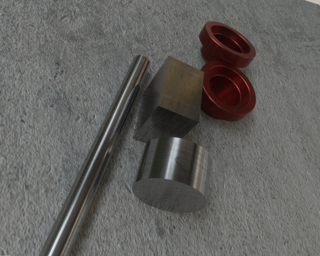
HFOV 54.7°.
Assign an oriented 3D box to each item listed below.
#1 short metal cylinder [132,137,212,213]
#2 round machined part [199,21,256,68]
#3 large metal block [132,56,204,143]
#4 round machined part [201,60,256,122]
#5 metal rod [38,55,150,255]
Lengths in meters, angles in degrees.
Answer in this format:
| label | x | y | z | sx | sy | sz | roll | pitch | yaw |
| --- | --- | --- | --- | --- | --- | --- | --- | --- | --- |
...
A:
| label | x | y | z | sx | sy | sz | roll | pitch | yaw |
| --- | --- | --- | --- | --- | --- | --- | --- | --- | --- |
| short metal cylinder | 0.015 | 0.054 | 0.344 | 0.080 | 0.080 | 0.050 | 24 | 53 | -14 |
| round machined part | 0.109 | -0.134 | 0.524 | 0.099 | 0.042 | 0.098 | 18 | 42 | -17 |
| large metal block | 0.010 | -0.029 | 0.391 | 0.050 | 0.080 | 0.080 | 22 | 54 | -16 |
| round machined part | 0.094 | -0.052 | 0.475 | 0.099 | 0.042 | 0.098 | 13 | 56 | -21 |
| metal rod | -0.064 | 0.019 | 0.357 | 0.025 | 0.025 | 0.300 | 27 | 52 | -12 |
